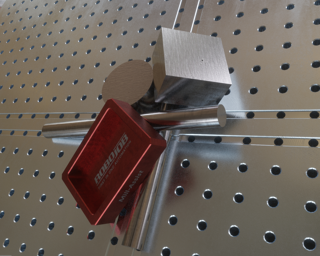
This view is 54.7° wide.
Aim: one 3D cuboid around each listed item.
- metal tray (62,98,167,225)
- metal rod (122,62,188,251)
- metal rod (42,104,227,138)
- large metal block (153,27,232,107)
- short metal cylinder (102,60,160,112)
[{"bbox_3d":[-0.061,0.041,0.379,0.090,0.030,0.129,44,108,33],"label":"metal tray"},{"bbox_3d":[0.005,0.001,0.405,0.025,0.025,0.300,1,62,29],"label":"metal rod"},{"bbox_3d":[-0.057,-0.004,0.420,0.300,0.025,0.025,-4,60,34],"label":"metal rod"},{"bbox_3d":[0.037,-0.075,0.394,0.081,0.050,0.080,6,56,-15],"label":"large metal block"},{"bbox_3d":[-0.035,-0.050,0.440,0.080,0.050,0.080,-13,56,21],"label":"short metal cylinder"}]
